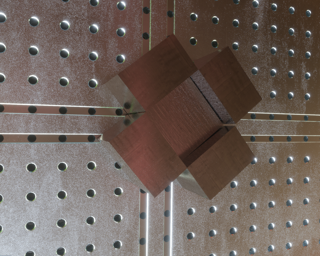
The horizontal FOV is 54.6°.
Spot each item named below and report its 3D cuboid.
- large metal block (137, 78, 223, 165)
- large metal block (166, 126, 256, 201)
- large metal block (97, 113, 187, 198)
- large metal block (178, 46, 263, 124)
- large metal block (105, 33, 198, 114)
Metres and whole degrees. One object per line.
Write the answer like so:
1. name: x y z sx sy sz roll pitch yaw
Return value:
1. large metal block: 0.020 -0.011 0.405 0.080 0.050 0.080 -40 101 -14
2. large metal block: 0.061 0.041 0.407 0.080 0.080 0.050 -39 103 -16
3. large metal block: -0.025 0.030 0.374 0.050 0.080 0.080 -41 103 -15
4. large metal block: 0.073 -0.052 0.410 0.050 0.080 0.080 -41 103 -16
5. large metal block: -0.014 -0.062 0.378 0.080 0.080 0.050 -40 103 -15
